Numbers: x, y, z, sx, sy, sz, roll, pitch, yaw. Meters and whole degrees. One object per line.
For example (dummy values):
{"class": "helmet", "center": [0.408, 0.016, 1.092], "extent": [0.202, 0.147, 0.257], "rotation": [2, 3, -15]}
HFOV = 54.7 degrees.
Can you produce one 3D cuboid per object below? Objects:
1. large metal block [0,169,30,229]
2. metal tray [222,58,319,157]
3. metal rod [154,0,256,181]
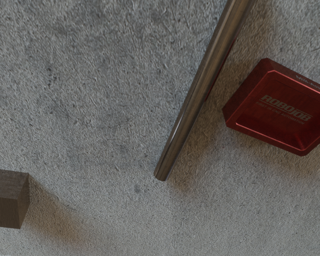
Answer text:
{"class": "large metal block", "center": [-0.253, 0.109, 0.481], "extent": [0.081, 0.050, 0.079], "rotation": [10, 130, -9]}
{"class": "metal tray", "center": [0.157, -0.021, 0.387], "extent": [0.131, 0.030, 0.089], "rotation": [21, 127, -17]}
{"class": "metal rod", "center": [0.045, -0.038, 0.374], "extent": [0.025, 0.025, 0.298], "rotation": [13, 129, -11]}
